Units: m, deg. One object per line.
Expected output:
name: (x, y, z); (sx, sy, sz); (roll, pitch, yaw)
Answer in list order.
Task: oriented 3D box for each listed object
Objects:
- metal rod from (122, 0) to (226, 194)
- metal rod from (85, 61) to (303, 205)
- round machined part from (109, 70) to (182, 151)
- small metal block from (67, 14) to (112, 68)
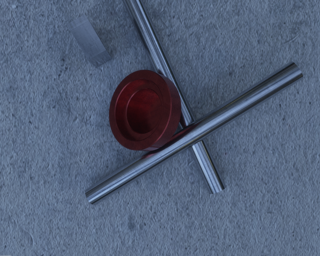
metal rod: (0.015, -0.054, 0.410); (0.025, 0.025, 0.299); (-24, 90, 0)
metal rod: (0.034, 0.012, 0.385); (0.300, 0.025, 0.025); (-32, 91, 9)
round machined part: (-0.014, -0.020, 0.385); (0.098, 0.042, 0.097); (-6, 80, 36)
small metal block: (-0.088, -0.109, 0.396); (0.025, 0.050, 0.050); (-30, 90, 0)
